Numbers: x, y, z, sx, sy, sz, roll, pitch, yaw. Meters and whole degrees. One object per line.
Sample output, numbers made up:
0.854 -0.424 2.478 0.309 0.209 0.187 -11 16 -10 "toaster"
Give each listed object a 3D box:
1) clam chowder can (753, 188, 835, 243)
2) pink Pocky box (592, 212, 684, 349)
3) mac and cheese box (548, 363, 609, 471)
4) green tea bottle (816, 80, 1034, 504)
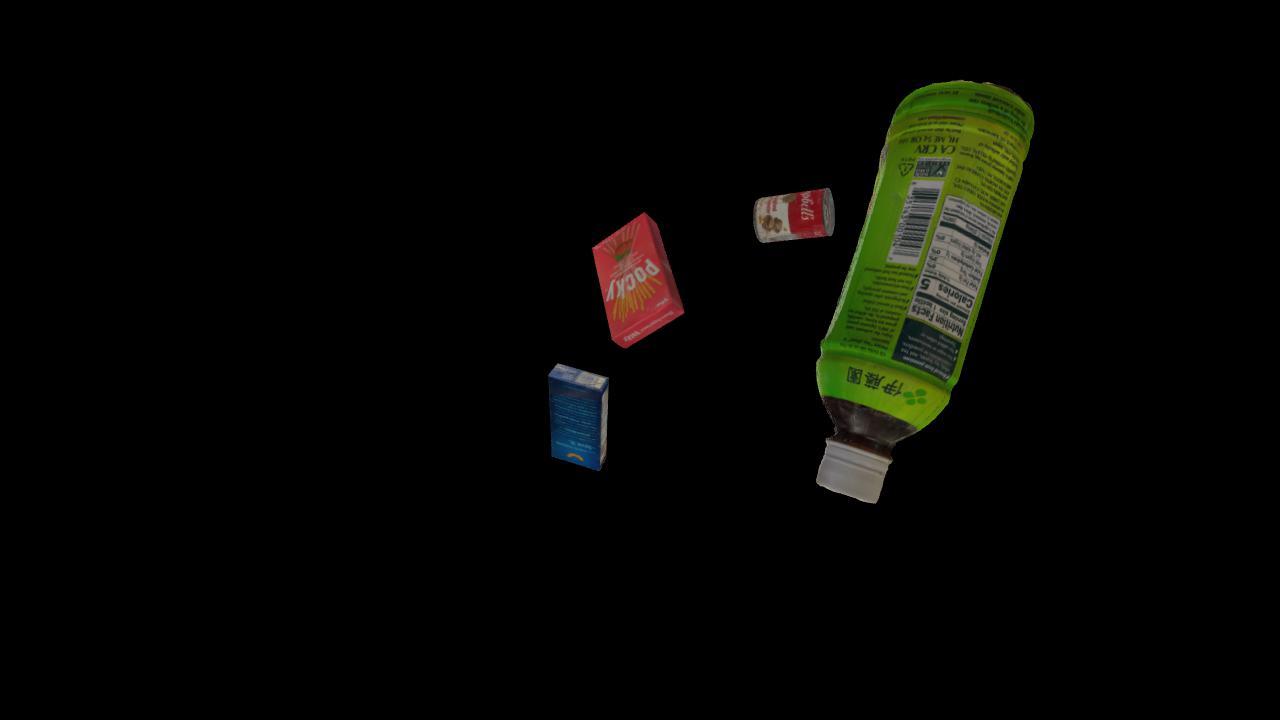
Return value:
0.223 -0.207 0.889 0.102 0.068 0.068 -1 -1 30 "clam chowder can"
-0.006 -0.095 0.713 0.084 0.155 0.029 -31 -40 21 "pink Pocky box"
-0.101 0.097 1.015 0.093 0.184 0.041 14 39 11 "mac and cheese box"
0.137 -0.032 0.317 0.073 0.212 0.073 20 -5 2 "green tea bottle"
